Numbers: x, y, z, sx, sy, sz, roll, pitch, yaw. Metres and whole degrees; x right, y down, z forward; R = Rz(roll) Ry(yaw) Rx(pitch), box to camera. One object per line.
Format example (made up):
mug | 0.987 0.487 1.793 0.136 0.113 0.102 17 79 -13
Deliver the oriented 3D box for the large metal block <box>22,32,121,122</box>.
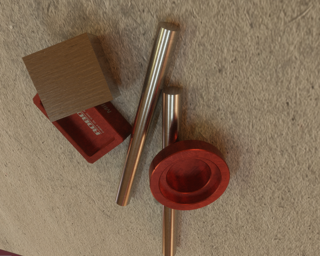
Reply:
large metal block | -0.104 -0.062 0.378 0.080 0.050 0.080 -19 100 7

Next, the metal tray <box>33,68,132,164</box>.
metal tray | -0.113 -0.019 0.449 0.090 0.030 0.130 -35 99 38

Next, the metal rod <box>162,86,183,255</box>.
metal rod | 0.015 0.082 0.448 0.025 0.025 0.298 13 124 20

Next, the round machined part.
round machined part | 0.035 0.055 0.393 0.099 0.042 0.097 -3 122 -5

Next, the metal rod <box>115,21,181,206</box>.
metal rod | -0.026 0.005 0.421 0.025 0.025 0.298 26 128 11
